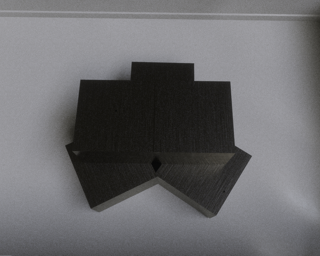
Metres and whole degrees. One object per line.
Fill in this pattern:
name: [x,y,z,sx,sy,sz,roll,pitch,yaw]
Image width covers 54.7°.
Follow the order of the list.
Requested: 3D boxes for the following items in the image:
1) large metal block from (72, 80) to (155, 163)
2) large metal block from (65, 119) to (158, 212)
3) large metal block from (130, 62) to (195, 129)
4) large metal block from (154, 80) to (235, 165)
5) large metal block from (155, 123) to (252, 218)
large metal block: [-0.046,-0.006,0.343,0.080,0.050,0.080,1,70,0]
large metal block: [-0.057,0.046,0.377,0.080,0.050,0.080,-25,72,-9]
large metal block: [0.003,-0.039,0.409,0.080,0.050,0.080,2,70,0]
large metal block: [0.035,-0.005,0.342,0.080,0.050,0.080,1,70,0]
large metal block: [0.050,0.051,0.375,0.080,0.050,0.080,32,73,11]
